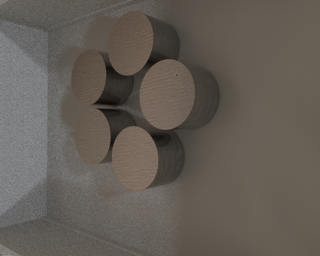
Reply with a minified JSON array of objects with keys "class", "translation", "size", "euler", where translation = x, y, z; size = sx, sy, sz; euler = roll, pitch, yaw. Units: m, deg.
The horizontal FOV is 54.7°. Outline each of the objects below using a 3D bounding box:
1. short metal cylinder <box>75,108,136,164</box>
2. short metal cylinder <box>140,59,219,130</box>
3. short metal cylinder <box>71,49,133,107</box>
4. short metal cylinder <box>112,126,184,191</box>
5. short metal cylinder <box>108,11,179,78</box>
[{"class":"short metal cylinder","translation":[-0.080,0.011,0.454],"size":[0.080,0.050,0.080],"euler":[0,90,40]},{"class":"short metal cylinder","translation":[0.022,-0.038,0.370],"size":[0.080,0.050,0.080],"euler":[0,90,40]},{"class":"short metal cylinder","translation":[-0.087,-0.072,0.460],"size":[0.080,0.050,0.080],"euler":[0,90,40]},{"class":"short metal cylinder","translation":[-0.016,0.037,0.402],"size":[0.080,0.050,0.080],"euler":[0,90,40]},{"class":"short metal cylinder","translation":[-0.022,-0.106,0.406],"size":[0.080,0.050,0.080],"euler":[0,90,40]}]
